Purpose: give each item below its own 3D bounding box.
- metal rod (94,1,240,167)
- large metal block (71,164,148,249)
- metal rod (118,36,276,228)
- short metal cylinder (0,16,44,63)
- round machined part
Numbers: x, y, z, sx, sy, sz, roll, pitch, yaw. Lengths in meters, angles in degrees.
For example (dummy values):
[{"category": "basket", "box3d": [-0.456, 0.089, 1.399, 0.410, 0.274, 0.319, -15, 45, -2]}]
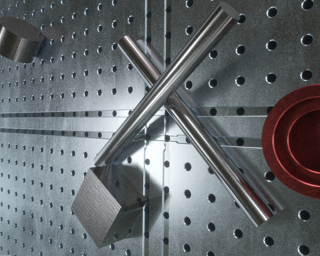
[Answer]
[{"category": "metal rod", "box3d": [-0.013, -0.028, 0.387, 0.298, 0.025, 0.025, -46, 62, 40]}, {"category": "large metal block", "box3d": [-0.077, 0.112, 0.454, 0.080, 0.050, 0.079, 42, 115, 31]}, {"category": "metal rod", "box3d": [0.030, -0.014, 0.383, 0.025, 0.025, 0.300, -50, 61, 28]}, {"category": "short metal cylinder", "box3d": [-0.271, -0.169, 0.593, 0.080, 0.081, 0.050, 51, 120, 27]}, {"category": "round machined part", "box3d": [0.147, 0.011, 0.277, 0.098, 0.042, 0.097, 0, 90, 39]}]
